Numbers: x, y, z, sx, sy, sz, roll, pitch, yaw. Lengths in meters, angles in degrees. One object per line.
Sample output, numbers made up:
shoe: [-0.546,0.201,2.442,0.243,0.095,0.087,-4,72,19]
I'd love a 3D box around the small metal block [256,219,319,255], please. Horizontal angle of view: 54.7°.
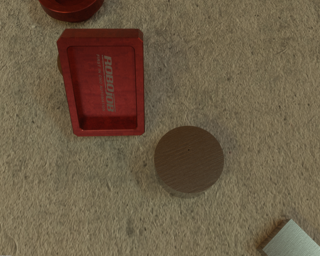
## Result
small metal block: [0.150,0.142,0.358,0.050,0.025,0.050,-40,75,-13]

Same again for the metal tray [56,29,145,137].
metal tray: [-0.064,-0.050,0.371,0.091,0.129,0.030,-1,36,-3]

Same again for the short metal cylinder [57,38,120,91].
short metal cylinder: [-0.092,-0.082,0.424,0.081,0.050,0.080,0,70,0]

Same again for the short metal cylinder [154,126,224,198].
short metal cylinder: [0.033,0.043,0.379,0.081,0.050,0.080,0,70,0]

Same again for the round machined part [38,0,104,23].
round machined part: [-0.133,-0.201,0.472,0.099,0.042,0.098,0,70,0]
